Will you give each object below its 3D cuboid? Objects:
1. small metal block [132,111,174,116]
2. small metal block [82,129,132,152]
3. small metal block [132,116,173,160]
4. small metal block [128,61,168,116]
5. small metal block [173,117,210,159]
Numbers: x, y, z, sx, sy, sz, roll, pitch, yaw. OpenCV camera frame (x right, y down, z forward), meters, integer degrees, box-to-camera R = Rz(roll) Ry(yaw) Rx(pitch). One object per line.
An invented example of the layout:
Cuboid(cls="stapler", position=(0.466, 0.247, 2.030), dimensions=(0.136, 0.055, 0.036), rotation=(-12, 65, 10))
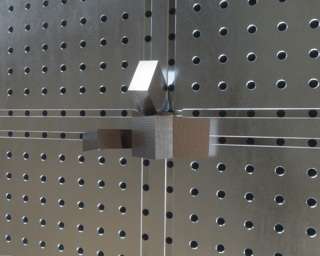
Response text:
Cuboid(cls="small metal block", position=(-0.010, 0.003, 0.417), dimensions=(0.050, 0.025, 0.050), rotation=(3, 91, 20))
Cuboid(cls="small metal block", position=(-0.070, 0.017, 0.414), dimensions=(0.050, 0.050, 0.025), rotation=(-12, 78, 54))
Cuboid(cls="small metal block", position=(-0.010, 0.011, 0.378), dimensions=(0.050, 0.025, 0.050), rotation=(-1, 90, 53))
Cuboid(cls="small metal block", position=(-0.014, -0.050, 0.394), dimensions=(0.025, 0.050, 0.050), rotation=(3, 55, 21))
Cuboid(cls="small metal block", position=(0.034, 0.012, 0.389), dimensions=(0.050, 0.025, 0.050), rotation=(2, 91, -11))
